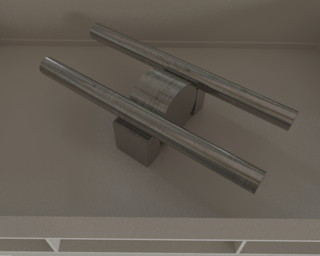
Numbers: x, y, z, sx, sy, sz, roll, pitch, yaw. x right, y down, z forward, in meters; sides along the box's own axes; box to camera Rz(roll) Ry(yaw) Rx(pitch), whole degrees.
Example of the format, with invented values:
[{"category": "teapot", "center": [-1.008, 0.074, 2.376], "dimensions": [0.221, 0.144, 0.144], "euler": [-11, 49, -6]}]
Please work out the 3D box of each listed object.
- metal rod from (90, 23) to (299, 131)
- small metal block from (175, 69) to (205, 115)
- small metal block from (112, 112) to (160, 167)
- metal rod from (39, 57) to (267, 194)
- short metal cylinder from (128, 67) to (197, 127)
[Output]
[{"category": "metal rod", "center": [0.028, -0.075, 0.402], "dimensions": [0.300, 0.025, 0.025], "euler": [29, 56, 22]}, {"category": "small metal block", "center": [0.035, -0.053, 0.431], "dimensions": [0.050, 0.050, 0.025], "euler": [30, 56, 22]}, {"category": "small metal block", "center": [-0.028, 0.013, 0.376], "dimensions": [0.050, 0.050, 0.025], "euler": [30, 56, 22]}, {"category": "metal rod", "center": [-0.026, -0.015, 0.352], "dimensions": [0.300, 0.025, 0.025], "euler": [29, 56, 22]}, {"category": "short metal cylinder", "center": [0.004, -0.030, 0.393], "dimensions": [0.050, 0.080, 0.080], "euler": [30, 56, 22]}]
